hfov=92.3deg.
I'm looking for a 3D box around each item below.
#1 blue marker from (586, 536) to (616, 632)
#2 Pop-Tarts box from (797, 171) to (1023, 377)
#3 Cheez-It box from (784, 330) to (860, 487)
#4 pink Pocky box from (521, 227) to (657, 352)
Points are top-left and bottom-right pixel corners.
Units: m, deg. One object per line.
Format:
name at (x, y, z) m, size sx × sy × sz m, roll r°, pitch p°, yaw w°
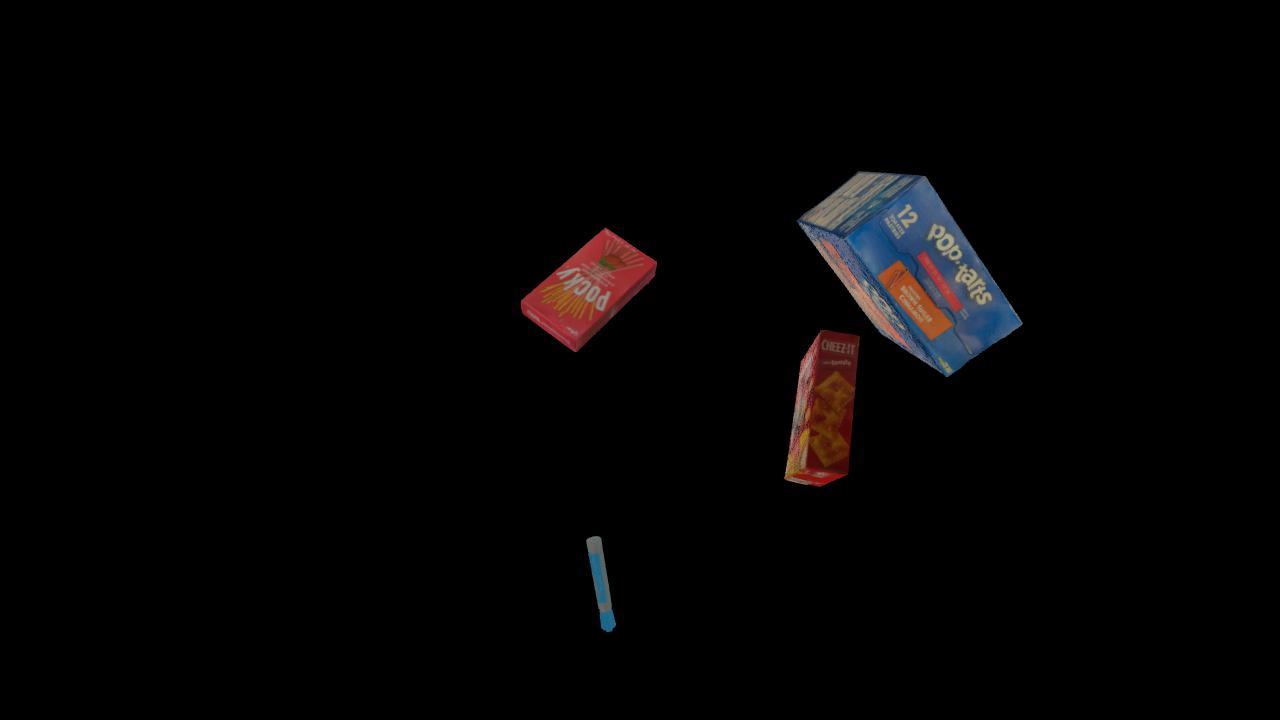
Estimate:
blue marker at (-0.048, 0.279, 0.762) m, size 0.020 × 0.121 × 0.020 m, roll -9°, pitch 7°, yaw 1°
Pop-Tarts box at (0.247, -0.087, 0.585) m, size 0.083 × 0.167 × 0.141 m, roll -40°, pitch 16°, yaw 10°
Cheez-It box at (0.294, 0.083, 0.998) m, size 0.071 × 0.223 × 0.166 m, roll 10°, pitch -17°, yaw 5°
pink Pocky box at (-0.057, -0.086, 0.726) m, size 0.084 × 0.155 × 0.029 m, roll 36°, pitch -29°, yaw 14°
